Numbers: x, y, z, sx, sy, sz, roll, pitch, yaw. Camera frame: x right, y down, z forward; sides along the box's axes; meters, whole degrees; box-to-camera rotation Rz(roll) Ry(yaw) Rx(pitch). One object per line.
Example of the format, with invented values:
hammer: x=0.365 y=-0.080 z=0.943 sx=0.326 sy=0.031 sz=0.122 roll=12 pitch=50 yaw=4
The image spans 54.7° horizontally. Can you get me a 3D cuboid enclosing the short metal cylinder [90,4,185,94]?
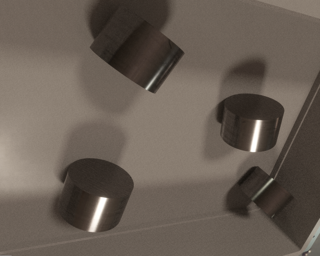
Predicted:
short metal cylinder: x=-0.022 y=-0.079 z=0.313 sx=0.080 sy=0.080 sz=0.050 roll=29 pitch=102 yaw=-38

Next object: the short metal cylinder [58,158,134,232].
short metal cylinder: x=-0.079 y=0.080 z=0.381 sx=0.081 sy=0.080 sz=0.050 roll=8 pitch=114 yaw=-33

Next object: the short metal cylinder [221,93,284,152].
short metal cylinder: x=0.129 y=-0.009 z=0.440 sx=0.081 sy=0.080 sz=0.050 roll=-13 pitch=124 yaw=-22

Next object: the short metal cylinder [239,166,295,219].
short metal cylinder: x=0.188 y=0.113 z=0.549 sx=0.050 sy=0.080 sz=0.080 roll=-49 pitch=129 yaw=6
